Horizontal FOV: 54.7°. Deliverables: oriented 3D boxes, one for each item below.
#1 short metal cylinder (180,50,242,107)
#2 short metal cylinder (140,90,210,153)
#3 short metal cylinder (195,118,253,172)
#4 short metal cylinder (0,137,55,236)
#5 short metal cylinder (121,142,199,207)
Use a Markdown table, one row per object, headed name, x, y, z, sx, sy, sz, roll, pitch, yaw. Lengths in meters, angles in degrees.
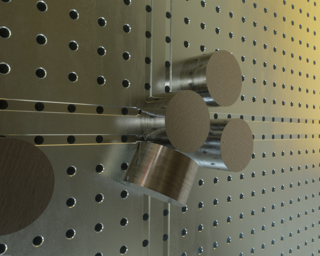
| name | x | y | z | sx | sy | sz | roll | pitch | yaw |
| --- | --- | --- | --- | --- | --- | --- | --- | --- | --- |
| short metal cylinder | 0.076 | -0.070 | 0.456 | 0.081 | 0.050 | 0.079 | 0 | 90 | -40 |
| short metal cylinder | 0.020 | -0.008 | 0.410 | 0.081 | 0.050 | 0.079 | 0 | 90 | -40 |
| short metal cylinder | 0.099 | 0.025 | 0.475 | 0.081 | 0.050 | 0.079 | 0 | 90 | -40 |
| short metal cylinder | -0.142 | 0.048 | 0.273 | 0.081 | 0.050 | 0.079 | 0 | 90 | -40 |
| short metal cylinder | 0.001 | 0.056 | 0.374 | 0.080 | 0.080 | 0.050 | 35 | 69 | -35 |
